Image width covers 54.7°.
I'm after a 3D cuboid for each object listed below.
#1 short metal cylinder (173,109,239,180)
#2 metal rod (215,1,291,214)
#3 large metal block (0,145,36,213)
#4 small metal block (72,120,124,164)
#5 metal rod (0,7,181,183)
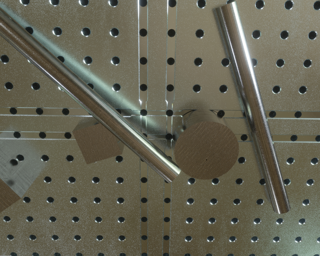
[{"bbox_3d":[0.058,0.021,0.408,0.081,0.050,0.079,0,110,0],"label":"short metal cylinder"},{"bbox_3d":[0.128,-0.013,0.409,0.025,0.025,0.299,-19,109,7],"label":"metal rod"},{"bbox_3d":[-0.238,0.075,0.426,0.080,0.050,0.080,-35,107,11],"label":"large metal block"},{"bbox_3d":[-0.082,0.016,0.418,0.050,0.025,0.050,-17,110,6],"label":"small metal block"},{"bbox_3d":[-0.092,-0.039,0.379,0.300,0.025,0.025,42,105,-7],"label":"metal rod"}]
